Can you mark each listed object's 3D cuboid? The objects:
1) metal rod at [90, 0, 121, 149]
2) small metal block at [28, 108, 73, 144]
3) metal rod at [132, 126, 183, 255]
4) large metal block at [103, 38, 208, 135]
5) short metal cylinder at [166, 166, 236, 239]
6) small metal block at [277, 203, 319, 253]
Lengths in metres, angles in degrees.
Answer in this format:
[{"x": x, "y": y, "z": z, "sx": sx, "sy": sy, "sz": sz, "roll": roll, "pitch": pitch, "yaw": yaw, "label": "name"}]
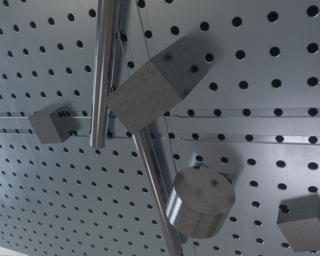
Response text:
[{"x": -0.069, "y": -0.094, "z": 0.388, "sx": 0.025, "sy": 0.025, "sz": 0.298, "roll": 23, "pitch": 127, "yaw": 14, "label": "metal rod"}, {"x": -0.178, "y": -0.002, "z": 0.504, "sx": 0.050, "sy": 0.025, "sz": 0.050, "roll": -5, "pitch": 116, "yaw": 30, "label": "small metal block"}, {"x": -0.008, "y": 0.077, "z": 0.462, "sx": 0.025, "sy": 0.025, "sz": 0.298, "roll": -1, "pitch": 118, "yaw": 28, "label": "metal rod"}, {"x": -0.003, "y": -0.047, "z": 0.348, "sx": 0.080, "sy": 0.080, "sz": 0.050, "roll": -34, "pitch": 100, "yaw": 38, "label": "large metal block"}, {"x": 0.052, "y": 0.096, "z": 0.408, "sx": 0.080, "sy": 0.080, "sz": 0.050, "roll": 24, "pitch": 127, "yaw": 13, "label": "short metal cylinder"}, {"x": 0.185, "y": 0.128, "z": 0.393, "sx": 0.050, "sy": 0.025, "sz": 0.050, "roll": -25, "pitch": 105, "yaw": 36, "label": "small metal block"}]
